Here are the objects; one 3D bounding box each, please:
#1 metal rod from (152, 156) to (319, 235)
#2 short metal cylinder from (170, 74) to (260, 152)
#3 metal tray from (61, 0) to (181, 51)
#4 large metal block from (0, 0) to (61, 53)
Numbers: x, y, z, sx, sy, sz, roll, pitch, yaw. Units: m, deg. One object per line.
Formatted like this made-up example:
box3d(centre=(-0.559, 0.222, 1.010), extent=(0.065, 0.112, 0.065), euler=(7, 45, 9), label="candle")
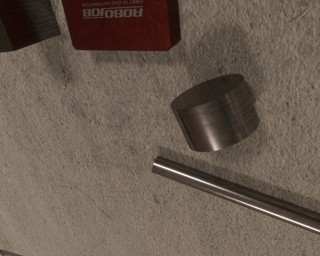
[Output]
box3d(centre=(0.131, 0.096, 0.396), extent=(0.301, 0.025, 0.025), euler=(18, 126, 17), label="metal rod")
box3d(centre=(0.058, -0.017, 0.329), extent=(0.080, 0.080, 0.050), euler=(-13, 112, 33), label="short metal cylinder")
box3d(centre=(-0.046, -0.134, 0.344), extent=(0.130, 0.030, 0.089), euler=(7, 122, 24), label="metal tray")
box3d(centre=(-0.179, -0.142, 0.375), extent=(0.050, 0.080, 0.079), euler=(2, 119, 27), label="large metal block")
